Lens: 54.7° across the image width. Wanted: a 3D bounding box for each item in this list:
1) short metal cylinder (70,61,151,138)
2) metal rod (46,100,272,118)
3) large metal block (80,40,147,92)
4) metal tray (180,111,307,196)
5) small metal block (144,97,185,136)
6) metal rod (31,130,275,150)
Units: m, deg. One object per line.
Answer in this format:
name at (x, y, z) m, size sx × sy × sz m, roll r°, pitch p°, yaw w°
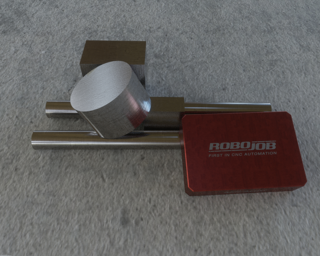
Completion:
short metal cylinder at (-0.058, -0.034, 0.370) m, size 0.080 × 0.050 × 0.080 m, roll -16°, pitch 46°, yaw 17°
metal rod at (-0.002, -0.024, 0.425) m, size 0.302 × 0.025 × 0.025 m, roll 1°, pitch 50°, yaw 0°
large metal block at (-0.059, -0.073, 0.430) m, size 0.081 × 0.080 × 0.050 m, roll 1°, pitch 50°, yaw 0°
metal tray at (0.092, 0.029, 0.360) m, size 0.131 × 0.030 × 0.090 m, roll -2°, pitch 68°, yaw -4°
small metal block at (0.005, -0.014, 0.399) m, size 0.050 × 0.050 × 0.025 m, roll 1°, pitch 50°, yaw 0°
metal rod at (-0.006, 0.015, 0.392) m, size 0.302 × 0.025 × 0.025 m, roll 0°, pitch 50°, yaw -1°
